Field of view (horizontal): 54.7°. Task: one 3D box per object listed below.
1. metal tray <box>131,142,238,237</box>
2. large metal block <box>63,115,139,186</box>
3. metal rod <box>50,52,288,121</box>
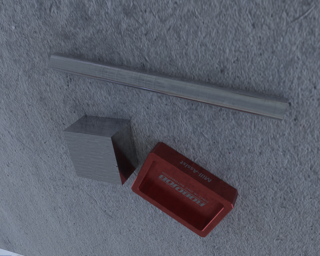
[{"bbox_3d":[0.032,0.089,0.441,0.130,0.030,0.089,32,129,6],"label":"metal tray"},{"bbox_3d":[-0.084,0.031,0.454,0.080,0.050,0.079,6,121,25],"label":"large metal block"},{"bbox_3d":[-0.006,-0.055,0.375,0.301,0.025,0.025,15,125,19],"label":"metal rod"}]
